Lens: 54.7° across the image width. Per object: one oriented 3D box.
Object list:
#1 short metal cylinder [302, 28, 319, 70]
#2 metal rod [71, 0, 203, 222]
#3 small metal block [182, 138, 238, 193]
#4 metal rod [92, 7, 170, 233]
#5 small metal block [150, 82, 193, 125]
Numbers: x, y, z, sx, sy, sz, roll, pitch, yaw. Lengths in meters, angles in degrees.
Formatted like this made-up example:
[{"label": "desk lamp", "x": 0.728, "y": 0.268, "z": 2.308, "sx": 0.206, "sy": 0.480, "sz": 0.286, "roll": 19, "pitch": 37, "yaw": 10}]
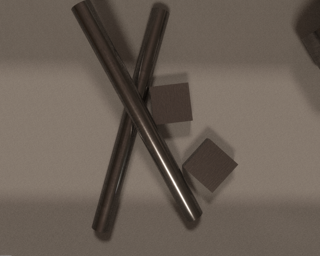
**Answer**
[{"label": "short metal cylinder", "x": 0.229, "y": -0.113, "z": 0.387, "sx": 0.080, "sy": 0.080, "sz": 0.050, "roll": -31, "pitch": 90, "yaw": 0}, {"label": "metal rod", "x": -0.023, "y": -0.013, "z": 0.387, "sx": 0.025, "sy": 0.025, "sz": 0.299, "roll": -28, "pitch": 100, "yaw": 0}, {"label": "small metal block", "x": 0.066, "y": 0.049, "z": 0.412, "sx": 0.050, "sy": 0.025, "sz": 0.050, "roll": 42, "pitch": 90, "yaw": -1}, {"label": "metal rod", "x": -0.039, "y": -0.010, "z": 0.410, "sx": 0.025, "sy": 0.025, "sz": 0.298, "roll": 15, "pitch": 90, "yaw": -1}, {"label": "small metal block", "x": 0.015, "y": -0.031, "z": 0.412, "sx": 0.050, "sy": 0.025, "sz": 0.050, "roll": -7, "pitch": 90, "yaw": -1}]
